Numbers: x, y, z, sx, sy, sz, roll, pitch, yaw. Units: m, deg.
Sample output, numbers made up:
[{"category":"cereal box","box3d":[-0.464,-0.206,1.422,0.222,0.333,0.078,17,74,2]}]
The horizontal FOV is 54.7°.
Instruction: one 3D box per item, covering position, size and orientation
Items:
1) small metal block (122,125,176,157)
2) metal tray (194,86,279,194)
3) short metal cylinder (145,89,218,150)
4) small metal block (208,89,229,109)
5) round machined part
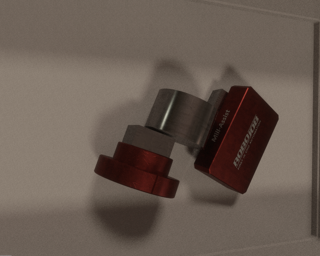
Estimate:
[{"category":"small metal block","box3d":[-0.015,0.016,0.393,0.050,0.050,0.025,21,83,-19]},{"category":"metal tray","box3d":[0.111,0.017,0.436,0.090,0.030,0.130,34,78,-36]},{"category":"short metal cylinder","box3d":[0.027,-0.010,0.392,0.080,0.080,0.050,24,82,-19]},{"category":"small metal block","box3d":[0.091,-0.021,0.446,0.050,0.025,0.050,30,80,-18]},{"category":"round machined part","box3d":[-0.023,0.046,0.364,0.099,0.098,0.042,21,83,-19]}]
